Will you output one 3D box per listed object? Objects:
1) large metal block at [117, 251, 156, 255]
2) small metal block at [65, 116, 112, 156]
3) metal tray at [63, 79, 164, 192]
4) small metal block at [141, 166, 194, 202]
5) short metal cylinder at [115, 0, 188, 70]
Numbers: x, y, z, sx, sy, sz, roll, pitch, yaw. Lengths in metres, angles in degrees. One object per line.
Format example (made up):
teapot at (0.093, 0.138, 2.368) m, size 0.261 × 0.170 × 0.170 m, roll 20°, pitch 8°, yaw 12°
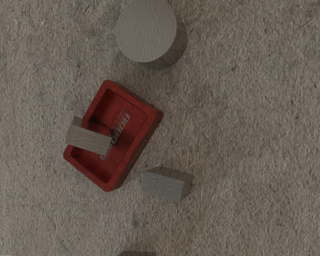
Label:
large metal block at (-0.039, 0.212, 0.393) m, size 0.050 × 0.080 × 0.080 m, roll -6°, pitch 88°, yaw 20°
small metal block at (-0.093, 0.009, 0.404) m, size 0.050 × 0.050 × 0.025 m, roll 20°, pitch 99°, yaw -18°
metal tray at (-0.066, 0.011, 0.429) m, size 0.090 × 0.030 × 0.129 m, roll 35°, pitch 101°, yaw 16°
small metal block at (0.011, 0.069, 0.392) m, size 0.050 × 0.050 × 0.025 m, roll 12°, pitch 94°, yaw 19°
short metal cylinder at (-0.010, -0.120, 0.399) m, size 0.080 × 0.050 × 0.079 m, roll 0°, pitch 90°, yaw 20°
